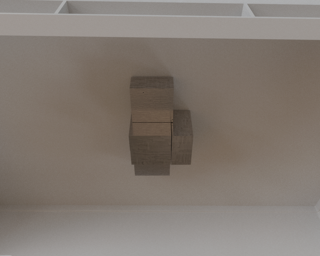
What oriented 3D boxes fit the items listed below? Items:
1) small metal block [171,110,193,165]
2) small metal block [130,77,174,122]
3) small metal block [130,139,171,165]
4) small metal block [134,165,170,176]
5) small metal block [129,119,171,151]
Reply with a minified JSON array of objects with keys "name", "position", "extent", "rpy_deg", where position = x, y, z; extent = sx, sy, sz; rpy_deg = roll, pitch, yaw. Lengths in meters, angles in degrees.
[{"name":"small metal block","position":[0.027,0.012,0.401],"extent":[0.025,0.050,0.050],"rpy_deg":[0,130,0]},{"name":"small metal block","position":[-0.009,-0.034,0.377],"extent":[0.050,0.025,0.050],"rpy_deg":[0,130,0]},{"name":"small metal block","position":[-0.011,0.021,0.408],"extent":[0.050,0.050,0.025],"rpy_deg":[0,130,0]},{"name":"small metal block","position":[-0.011,0.042,0.442],"extent":[0.050,0.025,0.050],"rpy_deg":[0,130,0]},{"name":"small metal block","position":[-0.012,0.003,0.392],"extent":[0.050,0.050,0.025],"rpy_deg":[0,130,0]}]
